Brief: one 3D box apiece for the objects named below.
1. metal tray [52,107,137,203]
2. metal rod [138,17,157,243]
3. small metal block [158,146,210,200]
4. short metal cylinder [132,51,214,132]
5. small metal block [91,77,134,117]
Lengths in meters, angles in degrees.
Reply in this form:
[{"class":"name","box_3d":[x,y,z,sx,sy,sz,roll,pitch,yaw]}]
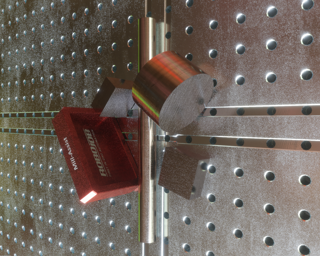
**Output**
[{"class":"metal tray","box_3d":[-0.087,0.033,0.435,0.030,0.091,0.130,-40,66,33]},{"class":"metal rod","box_3d":[-0.017,0.003,0.421,0.025,0.025,0.298,0,90,39]},{"class":"small metal block","box_3d":[0.029,0.054,0.385,0.050,0.025,0.050,19,102,38]},{"class":"short metal cylinder","box_3d":[0.015,-0.042,0.359,0.050,0.081,0.080,45,117,30]},{"class":"small metal block","box_3d":[-0.062,-0.043,0.441,0.025,0.050,0.050,49,119,28]}]
